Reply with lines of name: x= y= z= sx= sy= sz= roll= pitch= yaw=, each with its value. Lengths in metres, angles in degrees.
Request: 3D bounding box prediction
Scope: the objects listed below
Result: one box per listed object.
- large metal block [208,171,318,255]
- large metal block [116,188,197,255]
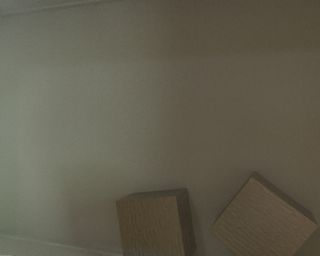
large metal block: x=0.116 y=0.108 z=0.356 sx=0.080 sy=0.050 sz=0.080 roll=38 pitch=102 yaw=16
large metal block: x=-0.004 y=0.125 z=0.399 sx=0.080 sy=0.050 sz=0.080 roll=-10 pitch=87 yaw=19
